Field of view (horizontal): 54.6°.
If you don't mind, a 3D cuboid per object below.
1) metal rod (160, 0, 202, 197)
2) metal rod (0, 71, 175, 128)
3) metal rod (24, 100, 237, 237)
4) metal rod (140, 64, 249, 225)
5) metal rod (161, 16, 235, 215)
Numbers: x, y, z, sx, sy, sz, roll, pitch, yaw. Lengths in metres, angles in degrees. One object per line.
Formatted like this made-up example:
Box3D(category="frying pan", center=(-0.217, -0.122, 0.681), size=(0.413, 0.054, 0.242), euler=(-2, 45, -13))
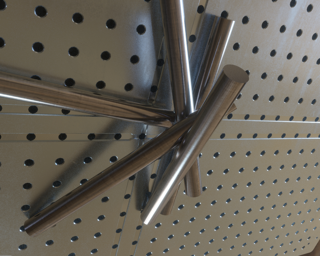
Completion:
Box3D(category="metal rod", center=(0.028, -0.037, 0.382), size=(0.025, 0.025, 0.298), euler=(-19, 120, -17))
Box3D(category="metal rod", center=(-0.112, -0.034, 0.328), size=(0.302, 0.025, 0.025), euler=(11, 113, -33))
Box3D(category="metal rod", center=(-0.041, 0.049, 0.383), size=(0.300, 0.025, 0.025), euler=(-33, 130, 7))
Box3D(category="metal rod", center=(0.025, 0.046, 0.383), size=(0.025, 0.025, 0.298), euler=(-5, 143, -26))
Box3D(category="metal rod", center=(0.042, -0.001, 0.432), size=(0.025, 0.025, 0.298), euler=(1, 118, -29))
